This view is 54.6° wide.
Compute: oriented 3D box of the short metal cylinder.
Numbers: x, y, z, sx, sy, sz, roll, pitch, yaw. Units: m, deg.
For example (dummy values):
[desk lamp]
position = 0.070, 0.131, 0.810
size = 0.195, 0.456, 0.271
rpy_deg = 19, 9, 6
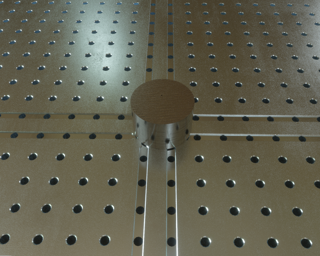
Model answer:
[short metal cylinder]
position = 0.003, -0.019, 0.407
size = 0.080, 0.050, 0.080
rpy_deg = 0, 50, 0
